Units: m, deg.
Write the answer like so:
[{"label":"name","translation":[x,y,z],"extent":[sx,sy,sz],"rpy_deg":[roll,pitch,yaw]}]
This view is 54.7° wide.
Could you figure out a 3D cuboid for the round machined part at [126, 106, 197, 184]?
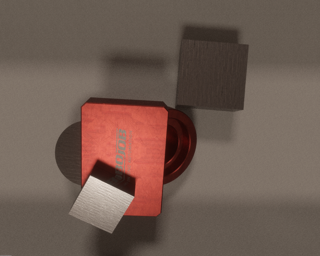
[{"label":"round machined part","translation":[-0.005,0.019,0.388],"extent":[0.099,0.042,0.097],"rpy_deg":[-11,111,-30]}]

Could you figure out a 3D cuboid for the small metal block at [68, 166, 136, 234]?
[{"label":"small metal block","translation":[-0.061,0.076,0.331],"extent":[0.050,0.025,0.050],"rpy_deg":[29,103,-10]}]

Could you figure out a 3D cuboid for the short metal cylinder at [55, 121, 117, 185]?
[{"label":"short metal cylinder","translation":[-0.085,0.030,0.396],"extent":[0.081,0.050,0.079],"rpy_deg":[0,92,1]}]

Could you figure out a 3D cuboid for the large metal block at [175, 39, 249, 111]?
[{"label":"large metal block","translation":[0.064,-0.065,0.400],"extent":[0.081,0.050,0.079],"rpy_deg":[5,90,-1]}]

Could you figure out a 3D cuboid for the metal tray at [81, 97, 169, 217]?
[{"label":"metal tray","translation":[-0.040,0.034,0.349],"extent":[0.091,0.030,0.129],"rpy_deg":[3,106,-4]}]
